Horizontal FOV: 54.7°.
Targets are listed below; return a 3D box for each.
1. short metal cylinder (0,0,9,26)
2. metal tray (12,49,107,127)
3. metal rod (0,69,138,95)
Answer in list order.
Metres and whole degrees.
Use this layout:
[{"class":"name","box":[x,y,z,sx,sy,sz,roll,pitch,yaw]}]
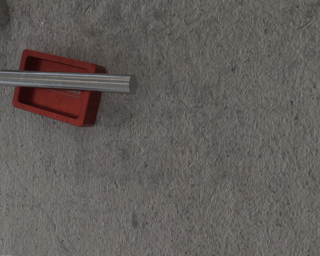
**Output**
[{"class":"short metal cylinder","box":[-0.286,-0.190,0.481,0.050,0.080,0.080,-17,85,19]},{"class":"metal tray","box":[-0.151,-0.060,0.459,0.130,0.030,0.089,16,95,19]},{"class":"metal rod","box":[-0.174,-0.069,0.437,0.301,0.025,0.025,6,92,19]}]
